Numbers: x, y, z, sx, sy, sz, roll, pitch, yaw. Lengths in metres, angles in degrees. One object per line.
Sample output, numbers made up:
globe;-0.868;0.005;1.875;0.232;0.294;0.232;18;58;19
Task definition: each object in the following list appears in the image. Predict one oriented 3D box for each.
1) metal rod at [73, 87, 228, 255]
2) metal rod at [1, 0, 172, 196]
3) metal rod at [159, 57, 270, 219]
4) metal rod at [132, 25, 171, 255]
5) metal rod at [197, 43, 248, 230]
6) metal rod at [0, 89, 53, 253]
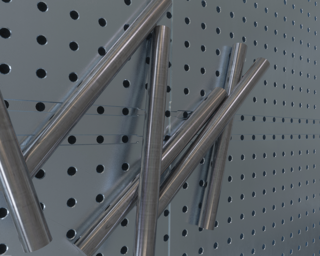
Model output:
metal rod;0.005;0.040;0.412;0.301;0.025;0.025;-46;118;-30
metal rod;-0.070;-0.055;0.349;0.025;0.025;0.301;48;62;-29
metal rod;0.077;0.003;0.451;0.301;0.025;0.025;-50;120;-21
metal rod;-0.009;0.016;0.376;0.025;0.025;0.299;15;73;-39
metal rod;0.101;0.007;0.492;0.025;0.025;0.299;21;77;-38
metal rod;-0.151;-0.038;0.261;0.025;0.025;0.299;-21;97;-38
